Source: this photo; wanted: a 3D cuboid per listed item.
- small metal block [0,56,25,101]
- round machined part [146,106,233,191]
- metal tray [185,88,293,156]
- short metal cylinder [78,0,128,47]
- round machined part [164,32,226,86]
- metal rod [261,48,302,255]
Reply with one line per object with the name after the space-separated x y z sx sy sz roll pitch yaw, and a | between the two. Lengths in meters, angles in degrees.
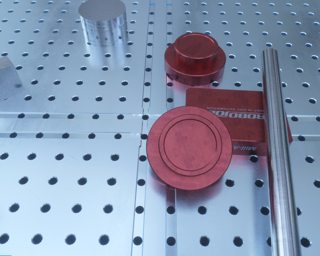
-0.232 -0.068 0.447 0.050 0.050 0.025 -31 57 -24 | small metal block
0.033 0.022 0.352 0.099 0.042 0.098 0 79 2 | round machined part
0.099 -0.010 0.413 0.131 0.030 0.090 3 50 2 | metal tray
-0.099 -0.189 0.549 0.080 0.050 0.080 0 50 0 | short metal cylinder
0.056 -0.116 0.494 0.099 0.042 0.098 0 50 0 | round machined part
0.136 0.007 0.362 0.025 0.025 0.300 7 51 6 | metal rod
